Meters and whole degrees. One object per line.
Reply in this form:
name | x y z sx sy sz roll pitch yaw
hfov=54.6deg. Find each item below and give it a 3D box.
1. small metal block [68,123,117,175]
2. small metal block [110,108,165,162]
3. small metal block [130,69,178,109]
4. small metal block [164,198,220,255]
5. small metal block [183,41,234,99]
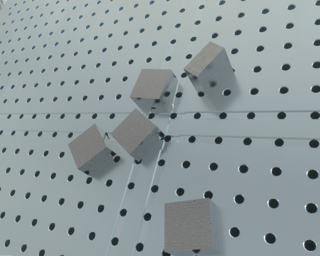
small metal block | -0.097 0.030 0.442 0.050 0.025 0.050 -37 51 3
small metal block | -0.031 0.009 0.420 0.050 0.025 0.050 -46 51 -4
small metal block | -0.009 -0.058 0.449 0.050 0.025 0.050 8 65 31
small metal block | 0.033 0.105 0.328 0.050 0.025 0.050 -13 56 21
small metal block | 0.065 -0.075 0.405 0.050 0.050 0.025 -47 51 -4
